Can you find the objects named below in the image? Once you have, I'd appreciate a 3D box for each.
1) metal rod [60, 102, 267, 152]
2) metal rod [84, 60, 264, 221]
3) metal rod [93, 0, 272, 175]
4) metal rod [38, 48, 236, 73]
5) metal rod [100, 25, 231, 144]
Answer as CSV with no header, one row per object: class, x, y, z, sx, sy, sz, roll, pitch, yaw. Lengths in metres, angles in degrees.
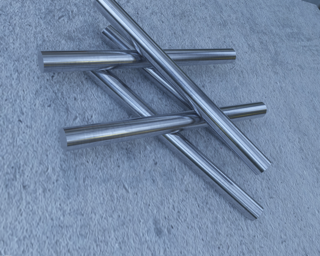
metal rod,0.028,-0.008,0.395,0.303,0.025,0.025,-9,67,-32
metal rod,0.015,0.012,0.406,0.300,0.025,0.025,42,51,0
metal rod,0.025,-0.059,0.393,0.300,0.025,0.025,47,51,4
metal rod,-0.009,-0.097,0.429,0.303,0.025,0.025,-10,67,-33
metal rod,0.036,-0.043,0.452,0.300,0.025,0.025,40,51,-1
